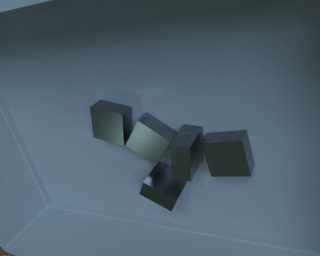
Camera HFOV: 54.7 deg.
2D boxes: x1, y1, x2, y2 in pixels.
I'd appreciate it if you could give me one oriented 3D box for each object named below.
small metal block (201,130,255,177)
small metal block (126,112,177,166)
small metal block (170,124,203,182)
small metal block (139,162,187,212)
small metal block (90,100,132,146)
[{"bbox_3d":[0.084,0.032,0.380,0.050,0.025,0.050,-6,116,30],"label":"small metal block"},{"bbox_3d":[-0.012,0.015,0.419,0.050,0.025,0.050,33,129,5],"label":"small metal block"},{"bbox_3d":[0.035,0.030,0.390,0.025,0.050,0.050,9,122,23],"label":"small metal block"},{"bbox_3d":[0.007,0.080,0.434,0.050,0.050,0.025,27,128,10],"label":"small metal block"},{"bbox_3d":[-0.067,-0.008,0.434,0.050,0.025,0.050,14,124,20],"label":"small metal block"}]
